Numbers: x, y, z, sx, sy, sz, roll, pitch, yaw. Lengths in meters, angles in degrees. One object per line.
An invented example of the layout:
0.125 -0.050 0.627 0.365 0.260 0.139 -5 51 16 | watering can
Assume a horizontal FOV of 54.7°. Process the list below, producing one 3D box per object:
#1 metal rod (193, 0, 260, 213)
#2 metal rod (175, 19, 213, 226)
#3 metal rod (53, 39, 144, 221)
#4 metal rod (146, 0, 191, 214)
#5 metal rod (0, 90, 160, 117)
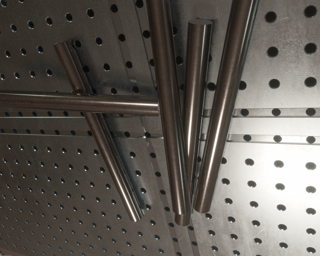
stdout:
0.071 -0.010 0.366 0.025 0.025 0.298 17 125 18 | metal rod
0.038 0.016 0.399 0.025 0.025 0.298 14 124 20 | metal rod
-0.084 0.018 0.464 0.025 0.025 0.298 -5 116 30 | metal rod
0.011 -0.029 0.363 0.025 0.025 0.298 3 113 26 | metal rod
-0.145 -0.037 0.422 0.301 0.025 0.025 4 121 15 | metal rod
